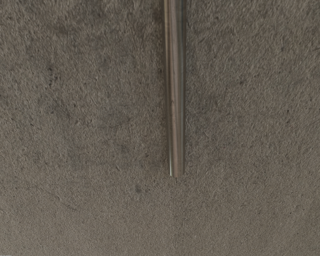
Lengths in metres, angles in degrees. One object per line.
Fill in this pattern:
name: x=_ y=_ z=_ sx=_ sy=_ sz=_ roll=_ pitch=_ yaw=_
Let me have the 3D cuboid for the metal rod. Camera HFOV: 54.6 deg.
metal rod: x=0.018 y=-0.050 z=0.364 sx=0.025 sy=0.025 sz=0.298 roll=-2 pitch=130 yaw=2
